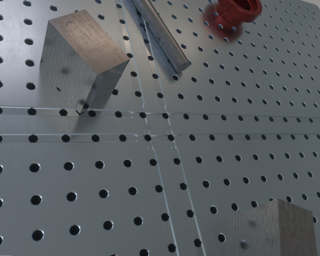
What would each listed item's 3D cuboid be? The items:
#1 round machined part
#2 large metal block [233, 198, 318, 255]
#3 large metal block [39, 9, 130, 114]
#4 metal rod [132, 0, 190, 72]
[{"bbox_3d":[0.157,-0.252,0.636,0.099,0.042,0.098,14,56,-21],"label":"round machined part"},{"bbox_3d":[0.130,0.138,0.359,0.050,0.080,0.080,23,53,-15],"label":"large metal block"},{"bbox_3d":[-0.093,-0.078,0.370,0.080,0.080,0.050,48,51,5],"label":"large metal block"},{"bbox_3d":[-0.035,-0.221,0.523,0.025,0.025,0.299,-19,72,-35],"label":"metal rod"}]
